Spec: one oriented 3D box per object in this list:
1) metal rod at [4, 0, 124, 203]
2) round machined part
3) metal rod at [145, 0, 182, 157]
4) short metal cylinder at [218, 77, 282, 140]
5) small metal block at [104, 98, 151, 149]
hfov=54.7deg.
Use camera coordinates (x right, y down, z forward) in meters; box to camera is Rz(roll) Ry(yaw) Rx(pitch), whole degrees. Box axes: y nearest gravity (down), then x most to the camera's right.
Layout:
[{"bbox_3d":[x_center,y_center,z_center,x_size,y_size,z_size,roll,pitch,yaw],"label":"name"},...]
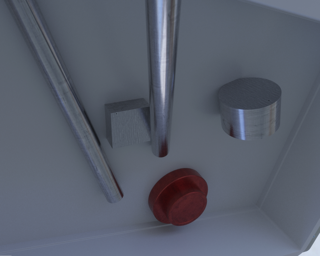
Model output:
[{"bbox_3d":[-0.096,-0.019,0.345,0.025,0.025,0.298,-26,128,-13],"label":"metal rod"},{"bbox_3d":[0.035,0.115,0.490,0.099,0.042,0.097,-14,125,-21],"label":"round machined part"},{"bbox_3d":[0.002,-0.041,0.300,0.025,0.025,0.299,-25,155,-13],"label":"metal rod"},{"bbox_3d":[0.123,-0.028,0.426,0.081,0.080,0.050,-24,128,-14],"label":"short metal cylinder"},{"bbox_3d":[-0.039,-0.006,0.385,0.050,0.025,0.050,-12,124,-22],"label":"small metal block"}]
